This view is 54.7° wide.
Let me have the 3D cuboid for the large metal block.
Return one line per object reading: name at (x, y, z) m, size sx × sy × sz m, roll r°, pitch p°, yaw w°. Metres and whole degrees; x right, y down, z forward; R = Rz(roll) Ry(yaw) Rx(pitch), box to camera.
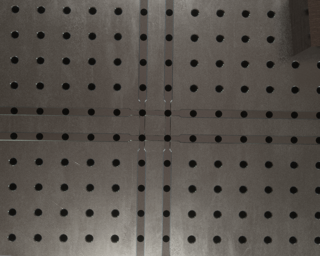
large metal block at (0.222, -0.142, 0.404) m, size 0.081 × 0.050 × 0.079 m, roll -4°, pitch 90°, yaw -1°
